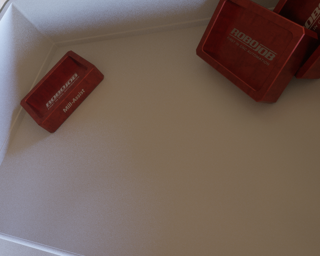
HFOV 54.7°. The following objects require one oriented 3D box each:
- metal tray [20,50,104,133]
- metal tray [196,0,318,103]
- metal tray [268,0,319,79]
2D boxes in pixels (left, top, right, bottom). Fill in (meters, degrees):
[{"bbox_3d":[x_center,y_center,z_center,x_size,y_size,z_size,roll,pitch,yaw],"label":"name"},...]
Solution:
[{"bbox_3d":[-0.169,-0.065,0.531,0.130,0.030,0.090,-49,52,-7],"label":"metal tray"},{"bbox_3d":[0.108,-0.101,0.377,0.130,0.030,0.089,50,126,39],"label":"metal tray"},{"bbox_3d":[0.173,-0.128,0.332,0.030,0.129,0.090,-4,51,-27],"label":"metal tray"}]
